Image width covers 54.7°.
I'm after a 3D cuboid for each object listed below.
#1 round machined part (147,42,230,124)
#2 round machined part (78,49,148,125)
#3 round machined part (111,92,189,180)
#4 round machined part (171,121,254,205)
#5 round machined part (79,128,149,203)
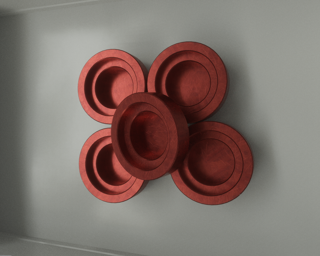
[{"bbox_3d":[0.037,-0.054,0.386,0.098,0.042,0.097,0,90,19],"label":"round machined part"},{"bbox_3d":[-0.057,-0.053,0.419,0.098,0.042,0.097,0,90,19],"label":"round machined part"},{"bbox_3d":[-0.007,0.008,0.356,0.098,0.042,0.097,5,98,37],"label":"round machined part"},{"bbox_3d":[0.064,0.040,0.377,0.098,0.042,0.097,0,90,19],"label":"round machined part"},{"bbox_3d":[-0.056,0.048,0.418,0.098,0.042,0.097,0,90,19],"label":"round machined part"}]
